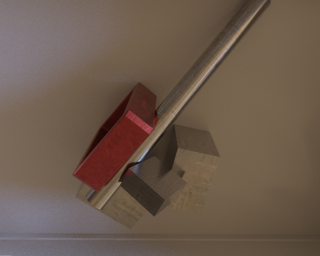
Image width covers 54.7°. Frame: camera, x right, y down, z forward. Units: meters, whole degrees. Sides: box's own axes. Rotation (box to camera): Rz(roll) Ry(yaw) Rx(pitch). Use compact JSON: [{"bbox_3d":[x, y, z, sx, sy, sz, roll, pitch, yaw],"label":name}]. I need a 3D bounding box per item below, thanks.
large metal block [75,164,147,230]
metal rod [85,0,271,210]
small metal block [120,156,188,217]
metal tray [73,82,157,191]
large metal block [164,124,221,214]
[{"bbox_3d":[-0.054,0.072,0.408,0.080,0.080,0.050,35,106,-12],"label":"large metal block"},{"bbox_3d":[0.022,-0.033,0.350,0.025,0.025,0.300,40,88,-14],"label":"metal rod"},{"bbox_3d":[-0.006,0.062,0.340,0.050,0.050,0.025,38,117,19],"label":"small metal block"},{"bbox_3d":[-0.045,0.003,0.354,0.030,0.130,0.090,39,106,-12],"label":"metal tray"},{"bbox_3d":[0.035,0.050,0.401,0.050,0.080,0.079,13,110,-5],"label":"large metal block"}]
